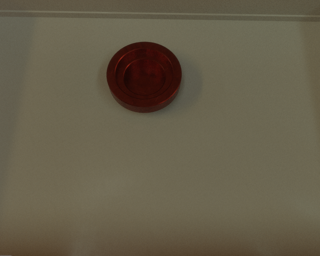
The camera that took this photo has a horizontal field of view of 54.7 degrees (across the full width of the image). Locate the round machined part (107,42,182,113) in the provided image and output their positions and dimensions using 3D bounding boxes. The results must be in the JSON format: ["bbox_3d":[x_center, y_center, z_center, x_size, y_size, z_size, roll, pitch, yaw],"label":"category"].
[{"bbox_3d":[-0.021,-0.065,0.424,0.099,0.042,0.098,0,70,-1],"label":"round machined part"}]
